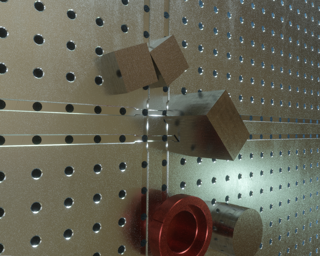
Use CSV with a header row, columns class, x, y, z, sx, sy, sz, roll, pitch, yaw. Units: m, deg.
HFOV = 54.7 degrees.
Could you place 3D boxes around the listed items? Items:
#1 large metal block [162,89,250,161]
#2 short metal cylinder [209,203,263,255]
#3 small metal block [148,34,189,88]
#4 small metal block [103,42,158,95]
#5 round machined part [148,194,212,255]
class,x,y,z,sx,sy,sz,roll,pitch,yaw
large metal block,0.064,-0.003,0.430,0.050,0.080,0.080,-50,120,-28
short metal cylinder,0.121,0.165,0.498,0.081,0.050,0.079,0,90,-40
small metal block,0.006,-0.089,0.416,0.050,0.025,0.050,-44,117,-31
small metal block,-0.035,-0.073,0.381,0.050,0.025,0.050,-28,108,-37
round machined part,0.023,0.138,0.420,0.099,0.042,0.097,0,90,-40
